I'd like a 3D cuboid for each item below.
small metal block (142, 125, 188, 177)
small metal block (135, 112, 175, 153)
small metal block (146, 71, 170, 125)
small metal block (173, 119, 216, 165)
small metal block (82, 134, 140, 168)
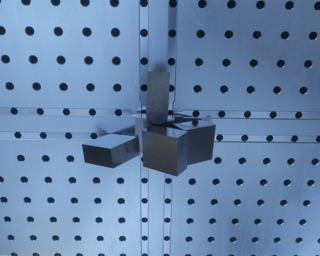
[{"bbox_3d":[0.006,0.027,0.384,0.050,0.025,0.050,12,113,31],"label":"small metal block"},{"bbox_3d":[-0.007,0.007,0.416,0.050,0.025,0.050,2,110,-1],"label":"small metal block"},{"bbox_3d":[-0.003,-0.035,0.376,0.025,0.050,0.050,3,74,0],"label":"small metal block"},{"bbox_3d":[0.044,0.019,0.409,0.050,0.025,0.050,-9,113,-30],"label":"small metal block"},{"bbox_3d":[-0.063,0.028,0.399,0.050,0.050,0.025,5,108,35],"label":"small metal block"}]
